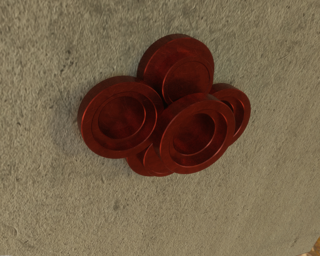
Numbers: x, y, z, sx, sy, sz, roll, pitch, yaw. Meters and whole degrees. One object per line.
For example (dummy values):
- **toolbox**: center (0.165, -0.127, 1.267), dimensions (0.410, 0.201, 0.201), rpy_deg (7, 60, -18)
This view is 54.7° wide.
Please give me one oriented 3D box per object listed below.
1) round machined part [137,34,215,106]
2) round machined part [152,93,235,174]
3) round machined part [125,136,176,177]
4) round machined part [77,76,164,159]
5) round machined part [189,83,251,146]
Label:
- **round machined part**: center (0.025, -0.060, 0.375), dimensions (0.099, 0.042, 0.097), rpy_deg (-14, 125, -21)
- **round machined part**: center (0.036, 0.003, 0.365), dimensions (0.099, 0.042, 0.097), rpy_deg (-14, 125, -21)
- **round machined part**: center (0.002, 0.026, 0.416), dimensions (0.099, 0.042, 0.097), rpy_deg (-14, 125, -21)
- **round machined part**: center (-0.048, -0.016, 0.363), dimensions (0.099, 0.042, 0.097), rpy_deg (-14, 125, -21)
- **round machined part**: center (0.073, -0.017, 0.428), dimensions (0.099, 0.042, 0.097), rpy_deg (-14, 125, -21)
